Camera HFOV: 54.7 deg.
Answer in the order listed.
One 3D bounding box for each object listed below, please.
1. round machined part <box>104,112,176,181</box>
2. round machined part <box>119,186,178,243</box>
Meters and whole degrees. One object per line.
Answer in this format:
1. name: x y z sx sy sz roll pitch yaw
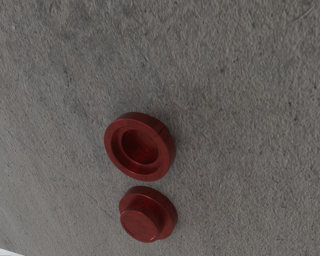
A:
1. round machined part: -0.023 0.021 0.421 0.098 0.042 0.097 13 124 21
2. round machined part: -0.025 0.145 0.499 0.098 0.042 0.097 13 124 21
